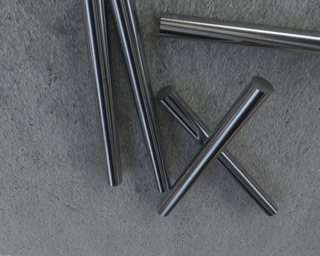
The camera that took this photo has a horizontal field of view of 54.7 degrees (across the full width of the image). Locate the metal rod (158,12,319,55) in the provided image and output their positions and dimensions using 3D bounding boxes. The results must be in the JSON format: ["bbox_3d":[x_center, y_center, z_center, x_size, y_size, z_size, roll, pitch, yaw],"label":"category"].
[{"bbox_3d":[0.150,-0.092,0.329,0.302,0.025,0.025,5,130,-5],"label":"metal rod"}]

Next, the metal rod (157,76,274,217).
[{"bbox_3d":[0.055,0.048,0.418,0.025,0.025,0.298,15,138,-12],"label":"metal rod"}]

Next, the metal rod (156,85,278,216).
[{"bbox_3d":[0.096,0.048,0.448,0.025,0.025,0.300,-31,124,23],"label":"metal rod"}]

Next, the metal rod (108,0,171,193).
[{"bbox_3d":[-0.017,-0.022,0.388,0.025,0.025,0.298,-7,130,5],"label":"metal rod"}]

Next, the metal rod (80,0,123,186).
[{"bbox_3d":[-0.067,-0.034,0.377,0.025,0.025,0.298,1,130,-1],"label":"metal rod"}]
